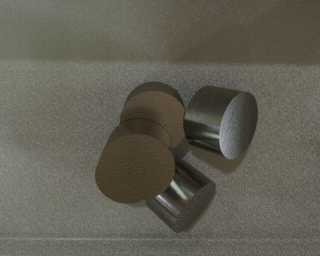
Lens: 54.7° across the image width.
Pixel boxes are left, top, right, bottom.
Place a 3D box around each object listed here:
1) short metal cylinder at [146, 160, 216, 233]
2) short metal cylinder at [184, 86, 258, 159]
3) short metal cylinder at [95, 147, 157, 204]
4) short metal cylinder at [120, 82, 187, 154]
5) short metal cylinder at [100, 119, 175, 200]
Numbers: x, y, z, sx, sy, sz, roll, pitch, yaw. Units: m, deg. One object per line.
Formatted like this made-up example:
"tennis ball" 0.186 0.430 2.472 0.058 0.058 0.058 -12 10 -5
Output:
"short metal cylinder" 0.028 0.089 0.406 0.050 0.081 0.079 36 111 30
"short metal cylinder" 0.074 -0.008 0.372 0.081 0.050 0.079 -18 115 -42
"short metal cylinder" -0.042 0.054 0.416 0.081 0.050 0.079 0 110 -1
"short metal cylinder" -0.007 -0.014 0.391 0.081 0.050 0.079 0 110 -1
"short metal cylinder" -0.024 0.035 0.354 0.081 0.050 0.079 0 110 -1
